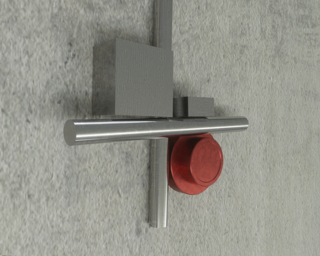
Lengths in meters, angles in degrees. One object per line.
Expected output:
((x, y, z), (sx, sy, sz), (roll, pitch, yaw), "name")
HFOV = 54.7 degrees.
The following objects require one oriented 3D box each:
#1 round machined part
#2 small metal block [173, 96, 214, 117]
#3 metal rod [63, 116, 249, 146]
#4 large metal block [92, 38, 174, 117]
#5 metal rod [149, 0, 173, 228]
((0.053, 0.047, 0.441), (0.099, 0.042, 0.097), (0, 90, -40), "round machined part")
((0.038, -0.028, 0.425), (0.050, 0.050, 0.025), (-2, 92, -40), "small metal block")
((0.024, -0.001, 0.396), (0.302, 0.025, 0.025), (-3, 92, -44), "metal rod")
((-0.031, -0.053, 0.364), (0.081, 0.050, 0.079), (1, 90, -40), "large metal block")
((0.001, -0.022, 0.409), (0.025, 0.025, 0.298), (2, 89, -40), "metal rod")
